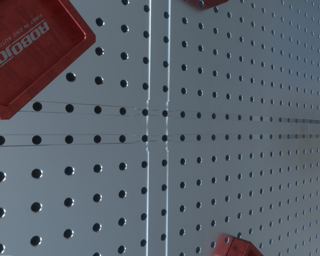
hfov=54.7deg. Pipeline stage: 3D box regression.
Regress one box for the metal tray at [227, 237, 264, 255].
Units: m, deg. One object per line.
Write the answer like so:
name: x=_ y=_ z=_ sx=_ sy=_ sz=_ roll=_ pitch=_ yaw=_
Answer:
metal tray: x=0.134 y=0.265 z=0.521 sx=0.090 sy=0.030 sz=0.130 roll=49 pitch=61 yaw=-29

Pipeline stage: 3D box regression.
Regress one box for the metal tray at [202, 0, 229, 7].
metal tray: x=0.073 y=-0.265 z=0.469 sx=0.091 sy=0.030 sz=0.129 roll=15 pitch=81 yaw=-39

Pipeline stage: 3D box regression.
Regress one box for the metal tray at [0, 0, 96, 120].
metal tray: x=-0.135 y=-0.081 z=0.293 sx=0.130 sy=0.030 sz=0.090 roll=-52 pitch=121 yaw=-27
